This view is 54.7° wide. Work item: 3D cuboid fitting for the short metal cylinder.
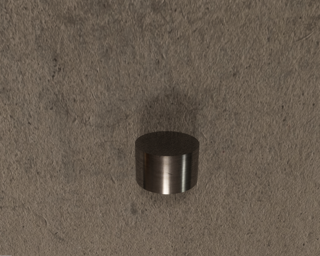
[{"bbox_3d":[0.009,0.041,0.396,0.081,0.080,0.050,0,110,-1],"label":"short metal cylinder"}]
